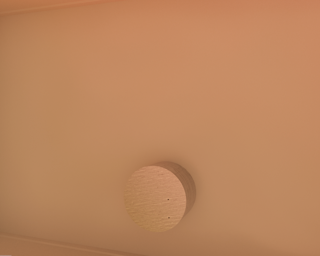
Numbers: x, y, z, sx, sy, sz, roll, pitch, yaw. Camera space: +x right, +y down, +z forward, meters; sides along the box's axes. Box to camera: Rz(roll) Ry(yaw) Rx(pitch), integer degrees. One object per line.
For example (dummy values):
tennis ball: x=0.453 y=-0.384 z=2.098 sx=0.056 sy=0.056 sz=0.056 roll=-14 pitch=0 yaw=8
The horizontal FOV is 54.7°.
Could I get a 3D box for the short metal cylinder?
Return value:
short metal cylinder: x=0.001 y=0.085 z=0.396 sx=0.080 sy=0.050 sz=0.079 roll=0 pitch=90 yaw=19
